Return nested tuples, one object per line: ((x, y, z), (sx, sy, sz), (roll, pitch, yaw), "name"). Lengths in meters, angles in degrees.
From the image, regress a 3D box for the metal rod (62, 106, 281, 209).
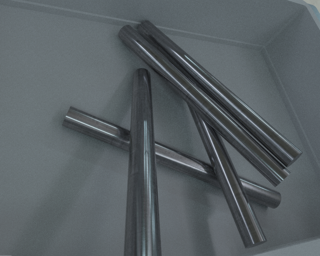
((0.026, 0.043, 0.394), (0.302, 0.025, 0.025), (23, 53, -15), "metal rod")

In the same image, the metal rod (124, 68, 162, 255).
((-0.018, 0.010, 0.316), (0.025, 0.025, 0.300), (21, 30, -16), "metal rod")

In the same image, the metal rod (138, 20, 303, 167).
((0.066, -0.062, 0.425), (0.025, 0.025, 0.300), (-21, 56, -36), "metal rod")

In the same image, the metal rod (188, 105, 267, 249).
((0.065, 0.005, 0.414), (0.025, 0.025, 0.299), (1, 54, -28), "metal rod")

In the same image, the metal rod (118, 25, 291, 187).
((0.045, -0.041, 0.411), (0.025, 0.025, 0.300), (-28, 65, -38), "metal rod")
